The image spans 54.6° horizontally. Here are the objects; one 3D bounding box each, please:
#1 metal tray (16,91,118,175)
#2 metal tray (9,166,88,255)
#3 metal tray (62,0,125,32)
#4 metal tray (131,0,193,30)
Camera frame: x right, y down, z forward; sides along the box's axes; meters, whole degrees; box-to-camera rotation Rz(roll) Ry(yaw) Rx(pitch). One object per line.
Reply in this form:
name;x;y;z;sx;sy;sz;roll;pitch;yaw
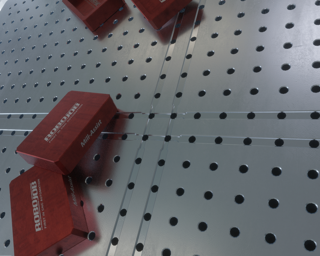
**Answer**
metal tray;-0.133;0.001;0.455;0.090;0.030;0.130;9;51;32
metal tray;-0.156;0.108;0.422;0.090;0.030;0.130;-33;51;7
metal tray;-0.140;-0.261;0.640;0.090;0.030;0.130;-42;51;-1
metal tray;-0.011;-0.244;0.534;0.090;0.030;0.130;-39;66;9
